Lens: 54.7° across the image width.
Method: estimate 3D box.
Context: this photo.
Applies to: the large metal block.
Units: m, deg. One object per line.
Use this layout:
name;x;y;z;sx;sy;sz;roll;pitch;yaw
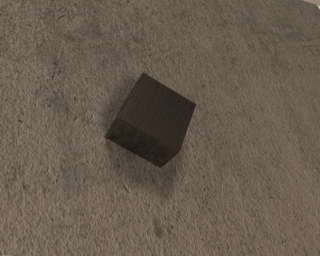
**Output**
large metal block;-0.010;-0.010;0.390;0.080;0.050;0.080;30;52;-9
